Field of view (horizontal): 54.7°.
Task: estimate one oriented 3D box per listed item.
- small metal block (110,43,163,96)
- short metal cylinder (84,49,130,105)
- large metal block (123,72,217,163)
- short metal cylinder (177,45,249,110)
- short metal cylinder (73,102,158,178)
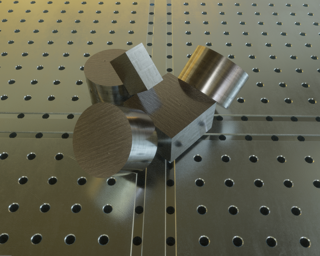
[{"bbox_3d":[-0.030,-0.071,0.382,0.025,0.050,0.050,-38,16,-25],"label":"small metal block"},{"bbox_3d":[-0.064,-0.069,0.444,0.081,0.050,0.080,0,50,0],"label":"short metal cylinder"},{"bbox_3d":[0.012,-0.016,0.397,0.080,0.050,0.080,37,59,26],"label":"large metal block"},{"bbox_3d":[0.070,-0.067,0.415,0.080,0.080,0.050,36,97,26],"label":"short metal cylinder"},{"bbox_3d":[-0.050,0.014,0.347,0.080,0.050,0.080,-2,85,29],"label":"short metal cylinder"}]
